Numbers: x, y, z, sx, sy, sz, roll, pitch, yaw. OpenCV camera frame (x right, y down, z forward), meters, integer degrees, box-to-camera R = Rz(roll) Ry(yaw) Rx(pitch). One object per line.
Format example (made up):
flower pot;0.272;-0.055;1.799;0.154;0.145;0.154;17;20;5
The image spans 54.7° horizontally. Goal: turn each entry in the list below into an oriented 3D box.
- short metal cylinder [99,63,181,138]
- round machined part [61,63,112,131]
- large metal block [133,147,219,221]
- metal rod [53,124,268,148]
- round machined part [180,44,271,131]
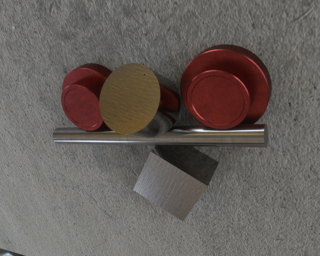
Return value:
short metal cylinder;-0.023;-0.030;0.362;0.080;0.050;0.080;-4;81;28
round machined part;-0.095;-0.035;0.425;0.098;0.042;0.097;13;124;21
large metal block;0.020;0.066;0.419;0.080;0.050;0.079;31;128;8
metal rod;-0.020;0.010;0.398;0.300;0.025;0.025;-1;118;28
round machined part;0.068;-0.037;0.339;0.098;0.042;0.097;13;124;21
